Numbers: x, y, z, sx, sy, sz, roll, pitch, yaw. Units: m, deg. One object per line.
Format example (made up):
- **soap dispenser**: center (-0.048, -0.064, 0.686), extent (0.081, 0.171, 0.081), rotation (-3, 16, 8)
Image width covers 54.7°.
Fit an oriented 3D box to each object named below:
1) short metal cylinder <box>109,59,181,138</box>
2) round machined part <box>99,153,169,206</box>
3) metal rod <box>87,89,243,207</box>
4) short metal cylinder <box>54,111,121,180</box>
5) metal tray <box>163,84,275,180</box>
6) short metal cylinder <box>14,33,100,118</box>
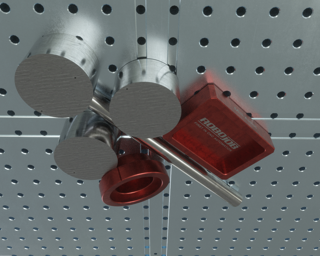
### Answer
- **short metal cylinder**: center (-0.016, -0.034, 0.365), extent (0.081, 0.050, 0.079), rotation (0, 130, 0)
- **round machined part**: center (-0.039, 0.071, 0.447), extent (0.099, 0.042, 0.098), rotation (-15, 147, -10)
- **metal rod**: center (0.019, 0.040, 0.446), extent (0.301, 0.025, 0.025), rotation (36, 121, -27)
- **short metal cylinder**: center (-0.094, 0.024, 0.415), extent (0.081, 0.050, 0.079), rotation (0, 130, 0)
- **metal tray**: center (0.079, 0.011, 0.417), extent (0.130, 0.030, 0.090), rotation (36, 122, -27)
- **short metal cylinder**: center (-0.111, -0.058, 0.345), extent (0.081, 0.050, 0.079), rotation (0, 130, 0)
